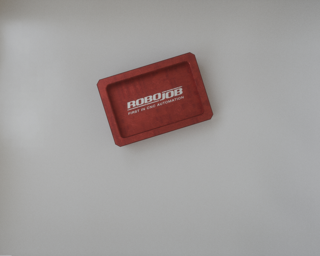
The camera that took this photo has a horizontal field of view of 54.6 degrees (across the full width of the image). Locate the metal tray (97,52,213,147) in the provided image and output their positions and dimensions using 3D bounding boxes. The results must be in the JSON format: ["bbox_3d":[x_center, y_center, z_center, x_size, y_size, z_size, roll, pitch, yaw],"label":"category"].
[{"bbox_3d":[-0.006,-0.036,0.408,0.131,0.030,0.090,-17,90,0],"label":"metal tray"}]
